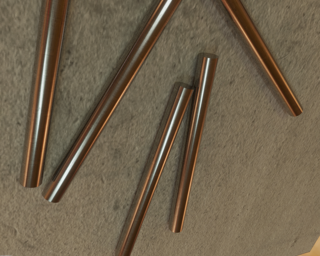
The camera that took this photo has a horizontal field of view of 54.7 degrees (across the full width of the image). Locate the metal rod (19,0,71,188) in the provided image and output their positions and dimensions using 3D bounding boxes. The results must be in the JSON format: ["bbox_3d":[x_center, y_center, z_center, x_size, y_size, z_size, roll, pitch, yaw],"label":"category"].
[{"bbox_3d":[-0.110,-0.068,0.305,0.025,0.025,0.298,3,117,-30],"label":"metal rod"}]

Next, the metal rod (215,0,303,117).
[{"bbox_3d":[0.135,-0.103,0.418,0.025,0.025,0.301,-47,130,4],"label":"metal rod"}]

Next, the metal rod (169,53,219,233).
[{"bbox_3d":[0.044,0.039,0.456,0.025,0.025,0.298,-7,122,-25],"label":"metal rod"}]

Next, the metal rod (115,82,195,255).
[{"bbox_3d":[-0.015,0.077,0.447,0.025,0.025,0.298,6,116,-31],"label":"metal rod"}]

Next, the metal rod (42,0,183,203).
[{"bbox_3d":[-0.055,-0.037,0.354,0.025,0.025,0.299,24,105,-37],"label":"metal rod"}]
